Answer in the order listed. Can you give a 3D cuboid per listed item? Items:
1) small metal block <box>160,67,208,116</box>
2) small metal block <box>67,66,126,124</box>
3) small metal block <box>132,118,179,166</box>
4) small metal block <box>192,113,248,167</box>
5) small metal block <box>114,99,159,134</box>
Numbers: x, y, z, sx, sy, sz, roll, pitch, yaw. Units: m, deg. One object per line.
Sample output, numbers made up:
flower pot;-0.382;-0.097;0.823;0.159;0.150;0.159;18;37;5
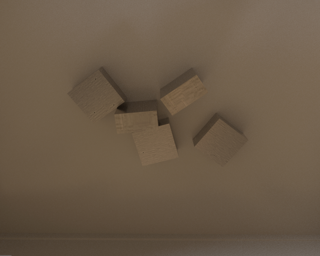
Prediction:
small metal block;0.028;-0.046;0.381;0.050;0.050;0.025;-33;107;11
small metal block;-0.079;-0.042;0.395;0.050;0.025;0.050;-35;107;11
small metal block;-0.006;0.019;0.418;0.050;0.025;0.050;-15;110;5
small metal block;0.081;0.016;0.419;0.050;0.025;0.050;36;106;-13
small metal block;-0.028;-0.015;0.392;0.050;0.050;0.025;-5;110;1
